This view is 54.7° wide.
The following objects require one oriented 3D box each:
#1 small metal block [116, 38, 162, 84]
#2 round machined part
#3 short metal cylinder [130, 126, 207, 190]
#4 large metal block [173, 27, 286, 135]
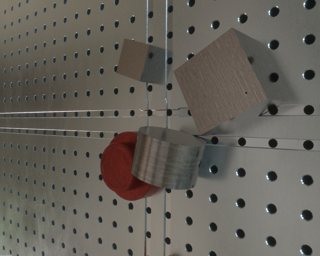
[{"bbox_3d":[-0.030,-0.094,0.435,0.050,0.025,0.050,25,106,37],"label":"small metal block"},{"bbox_3d":[-0.046,0.054,0.437,0.098,0.042,0.097,0,90,40],"label":"round machined part"},{"bbox_3d":[0.010,0.033,0.366,0.080,0.081,0.050,21,103,38],"label":"short metal cylinder"},{"bbox_3d":[0.072,-0.045,0.333,0.080,0.050,0.080,-32,70,35],"label":"large metal block"}]
